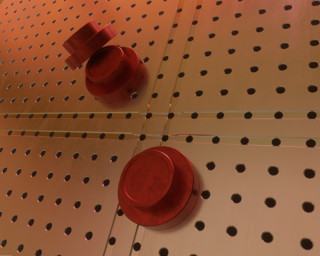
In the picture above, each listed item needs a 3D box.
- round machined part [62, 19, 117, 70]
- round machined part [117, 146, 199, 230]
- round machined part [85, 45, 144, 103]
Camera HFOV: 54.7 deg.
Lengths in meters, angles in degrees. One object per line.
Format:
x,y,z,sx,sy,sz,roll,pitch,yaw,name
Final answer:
-0.123,-0.144,0.519,0.098,0.042,0.098,-35,19,15,round machined part
-0.007,0.065,0.360,0.098,0.042,0.098,-13,56,20,round machined part
-0.078,-0.092,0.493,0.098,0.042,0.098,-13,56,20,round machined part
